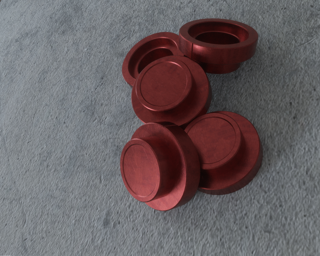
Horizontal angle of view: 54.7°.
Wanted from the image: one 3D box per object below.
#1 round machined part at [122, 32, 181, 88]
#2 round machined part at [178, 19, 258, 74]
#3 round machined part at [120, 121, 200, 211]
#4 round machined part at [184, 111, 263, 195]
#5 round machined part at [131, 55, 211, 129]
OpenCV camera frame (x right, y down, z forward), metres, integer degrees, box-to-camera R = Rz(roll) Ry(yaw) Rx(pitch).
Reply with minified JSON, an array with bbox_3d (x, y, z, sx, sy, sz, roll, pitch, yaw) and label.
[{"bbox_3d":[-0.002,-0.087,0.448,0.098,0.042,0.098,-13,56,20],"label":"round machined part"},{"bbox_3d":[0.073,-0.104,0.401,0.099,0.042,0.098,0,39,0],"label":"round machined part"},{"bbox_3d":[-0.007,0.043,0.338,0.098,0.042,0.097,8,101,47],"label":"round machined part"},{"bbox_3d":[0.062,0.022,0.348,0.098,0.042,0.098,-13,56,20],"label":"round machined part"},{"bbox_3d":[0.010,-0.045,0.373,0.098,0.042,0.098,-6,71,17],"label":"round machined part"}]
